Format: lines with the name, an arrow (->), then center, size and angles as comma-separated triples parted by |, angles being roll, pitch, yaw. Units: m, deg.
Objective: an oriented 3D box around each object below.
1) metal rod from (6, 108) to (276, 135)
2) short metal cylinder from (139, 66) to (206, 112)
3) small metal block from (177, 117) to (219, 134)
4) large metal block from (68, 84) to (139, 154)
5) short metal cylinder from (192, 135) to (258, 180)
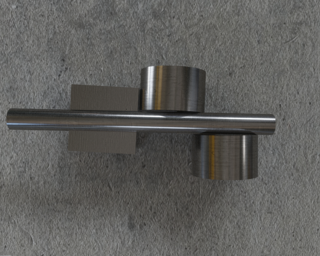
metal rod -> -0.020, -0.007, 0.360 | 0.302, 0.025, 0.025 | 1, 90, -2
short metal cylinder -> 0.016, -0.045, 0.385 | 0.081, 0.080, 0.050 | 2, 90, -1
small metal block -> 0.046, -0.005, 0.398 | 0.050, 0.050, 0.025 | 1, 90, -1
large metal block -> -0.068, -0.011, 0.395 | 0.081, 0.050, 0.079 | 3, 90, -1
short metal cylinder -> 0.080, 0.033, 0.384 | 0.081, 0.080, 0.050 | 0, 90, -1
